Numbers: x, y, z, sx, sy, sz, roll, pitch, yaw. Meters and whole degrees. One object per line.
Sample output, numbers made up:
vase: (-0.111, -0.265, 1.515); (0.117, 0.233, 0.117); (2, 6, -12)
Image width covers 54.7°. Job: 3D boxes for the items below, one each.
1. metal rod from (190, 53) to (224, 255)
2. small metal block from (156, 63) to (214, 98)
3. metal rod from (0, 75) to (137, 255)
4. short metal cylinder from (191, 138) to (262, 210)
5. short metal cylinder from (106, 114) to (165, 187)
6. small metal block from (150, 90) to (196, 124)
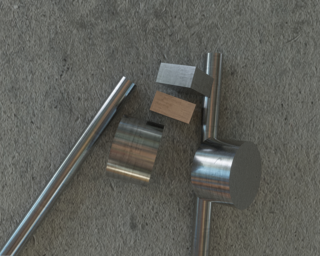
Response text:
metal rod: (0.061, 0.052, 0.410); (0.025, 0.025, 0.298); (4, 90, 0)
small metal block: (0.032, -0.060, 0.388); (0.050, 0.050, 0.025); (15, 90, 35)
metal rod: (-0.126, 0.061, 0.408); (0.025, 0.025, 0.299); (35, 90, 0)
short metal cylinder: (0.082, 0.054, 0.377); (0.050, 0.081, 0.080); (4, 90, 42)
short metal cylinder: (-0.030, 0.028, 0.382); (0.050, 0.080, 0.080); (16, 90, 0)
small metal block: (0.016, -0.025, 0.397); (0.050, 0.050, 0.025); (20, 90, 0)
